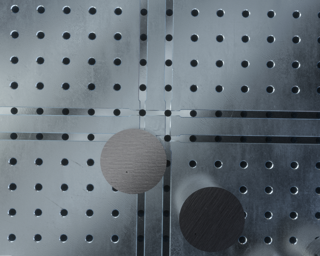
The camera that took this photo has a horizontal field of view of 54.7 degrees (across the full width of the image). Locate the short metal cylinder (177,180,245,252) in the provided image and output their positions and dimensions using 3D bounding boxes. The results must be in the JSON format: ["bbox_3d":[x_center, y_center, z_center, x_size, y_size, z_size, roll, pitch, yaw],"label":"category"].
[{"bbox_3d":[0.063,0.111,0.402,0.081,0.050,0.079,0,90,-1],"label":"short metal cylinder"}]

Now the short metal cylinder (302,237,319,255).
[{"bbox_3d":[0.236,0.188,0.404,0.081,0.050,0.079,0,90,-1],"label":"short metal cylinder"}]

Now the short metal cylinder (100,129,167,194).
[{"bbox_3d":[-0.032,0.040,0.401,0.081,0.050,0.079,0,90,-1],"label":"short metal cylinder"}]
